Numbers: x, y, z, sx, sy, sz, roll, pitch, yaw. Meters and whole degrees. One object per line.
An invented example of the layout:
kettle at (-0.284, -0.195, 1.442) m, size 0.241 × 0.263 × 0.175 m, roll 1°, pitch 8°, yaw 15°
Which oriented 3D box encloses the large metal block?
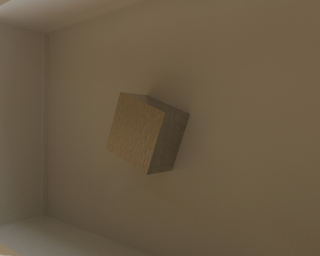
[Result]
large metal block at (-0.018, 0.005, 0.406) m, size 0.080 × 0.050 × 0.080 m, roll 27°, pitch 107°, yaw 37°
